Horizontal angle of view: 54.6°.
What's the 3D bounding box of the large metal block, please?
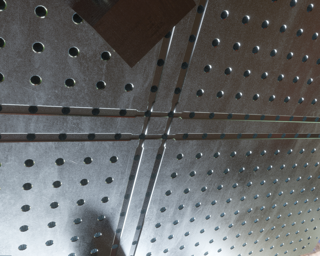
[{"bbox_3d":[-0.027,-0.113,0.290,0.080,0.080,0.050,-44,129,2],"label":"large metal block"}]
